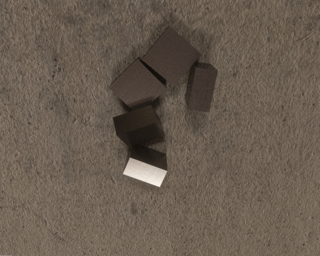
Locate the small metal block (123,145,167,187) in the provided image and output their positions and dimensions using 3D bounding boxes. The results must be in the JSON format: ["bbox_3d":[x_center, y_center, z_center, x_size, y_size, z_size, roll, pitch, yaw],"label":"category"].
[{"bbox_3d":[-0.019,0.047,0.414,0.050,0.050,0.025,21,109,-8],"label":"small metal block"}]

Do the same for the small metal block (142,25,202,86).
[{"bbox_3d":[0.014,-0.088,0.378,0.050,0.025,0.050,38,105,-13],"label":"small metal block"}]

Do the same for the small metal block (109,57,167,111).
[{"bbox_3d":[-0.027,-0.053,0.390,0.050,0.025,0.050,-42,105,13],"label":"small metal block"}]

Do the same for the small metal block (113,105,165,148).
[{"bbox_3d":[-0.025,-0.001,0.394,0.050,0.050,0.025,-18,67,6],"label":"small metal block"}]

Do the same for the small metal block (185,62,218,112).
[{"bbox_3d":[0.049,-0.052,0.378,0.025,0.050,0.050,8,110,-3],"label":"small metal block"}]
